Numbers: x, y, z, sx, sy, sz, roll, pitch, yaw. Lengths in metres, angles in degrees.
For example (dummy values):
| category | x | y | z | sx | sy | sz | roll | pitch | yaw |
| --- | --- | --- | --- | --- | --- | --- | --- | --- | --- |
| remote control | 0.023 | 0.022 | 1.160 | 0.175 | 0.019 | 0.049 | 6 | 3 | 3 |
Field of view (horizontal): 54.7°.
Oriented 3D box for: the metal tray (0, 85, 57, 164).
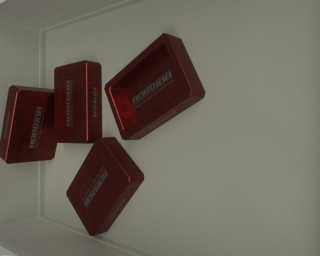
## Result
| category | x | y | z | sx | sy | sz | roll | pitch | yaw |
| --- | --- | --- | --- | --- | --- | --- | --- | --- | --- |
| metal tray | -0.223 | -0.005 | 0.544 | 0.030 | 0.091 | 0.129 | 25 | 106 | 37 |

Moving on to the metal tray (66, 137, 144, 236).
| category | x | y | z | sx | sy | sz | roll | pitch | yaw |
| --- | --- | --- | --- | --- | --- | --- | --- | --- | --- |
| metal tray | -0.088 | 0.089 | 0.474 | 0.090 | 0.030 | 0.129 | 48 | 118 | 29 |

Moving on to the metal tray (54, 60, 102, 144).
| category | x | y | z | sx | sy | sz | roll | pitch | yaw |
| --- | --- | --- | --- | --- | --- | --- | --- | --- | --- |
| metal tray | -0.137 | -0.040 | 0.514 | 0.090 | 0.030 | 0.129 | -1 | 89 | 39 |

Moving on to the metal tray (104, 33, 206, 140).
| category | x | y | z | sx | sy | sz | roll | pitch | yaw |
| --- | --- | --- | --- | --- | --- | --- | --- | --- | --- |
| metal tray | -0.013 | -0.050 | 0.411 | 0.130 | 0.030 | 0.090 | -33 | 70 | 34 |
